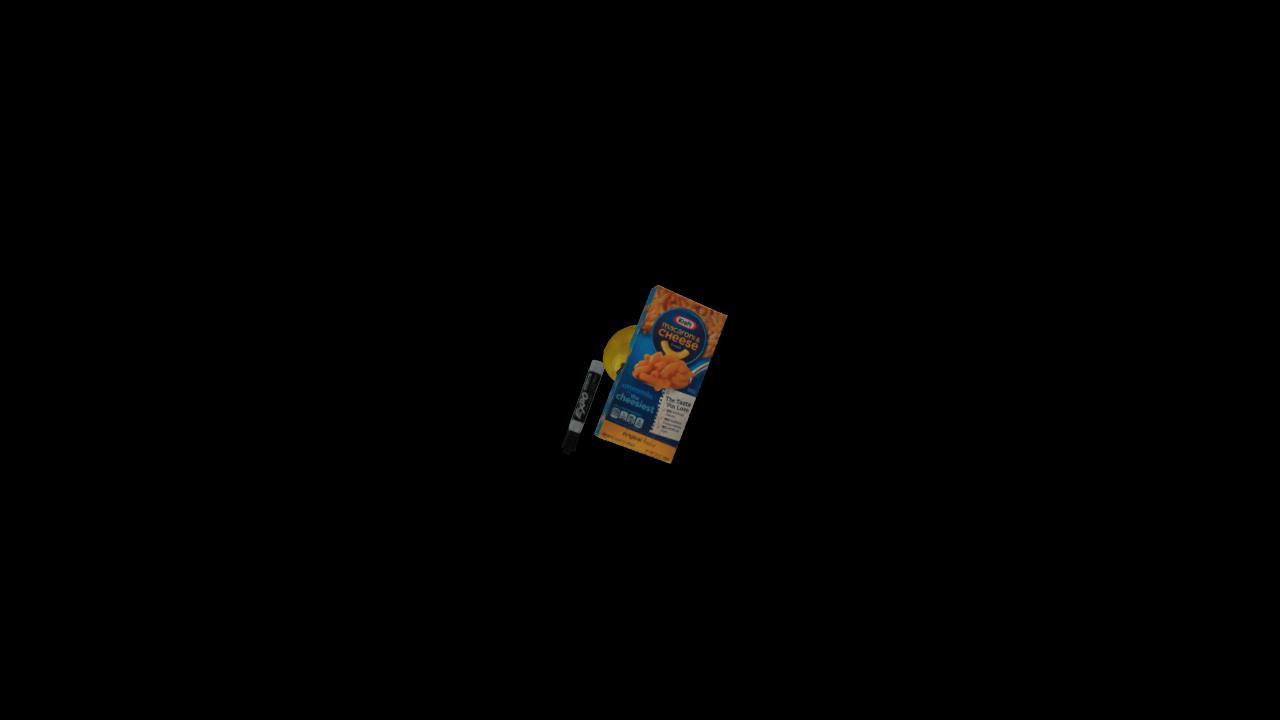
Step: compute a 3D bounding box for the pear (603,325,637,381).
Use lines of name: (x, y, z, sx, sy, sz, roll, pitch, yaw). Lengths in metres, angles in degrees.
pear: (-0.008, -0.003, 0.728, 0.080, 0.080, 0.111, 0, 3, 4)

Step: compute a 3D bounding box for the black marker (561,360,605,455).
black marker: (-0.071, 0.059, 0.761, 0.020, 0.121, 0.020, 18, -12, 4)

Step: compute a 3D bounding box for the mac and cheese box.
mac and cheese box: (0.024, 0.017, 0.705, 0.093, 0.184, 0.041, 22, -5, -9)
